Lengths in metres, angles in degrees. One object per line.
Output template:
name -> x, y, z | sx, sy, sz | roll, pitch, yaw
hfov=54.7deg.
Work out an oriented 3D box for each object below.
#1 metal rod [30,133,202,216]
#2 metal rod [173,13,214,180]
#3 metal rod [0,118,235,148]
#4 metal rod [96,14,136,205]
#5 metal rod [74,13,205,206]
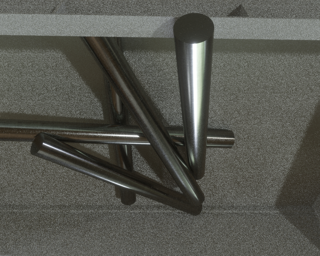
metal rod -> -0.035, 0.077, 0.429 | 0.025, 0.025, 0.301 | -34, 136, 25
metal rod -> 0.037, 0.002, 0.325 | 0.025, 0.025, 0.299 | -6, 154, 4
metal rod -> -0.049, 0.008, 0.381 | 0.302, 0.025, 0.025 | 3, 131, -17
metal rod -> -0.052, 0.003, 0.410 | 0.025, 0.025, 0.298 | -1, 130, 0
metal rod -> -0.003, 0.008, 0.357 | 0.025, 0.025, 0.299 | -18, 133, 14
